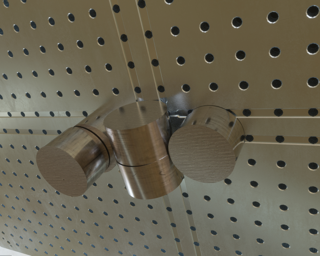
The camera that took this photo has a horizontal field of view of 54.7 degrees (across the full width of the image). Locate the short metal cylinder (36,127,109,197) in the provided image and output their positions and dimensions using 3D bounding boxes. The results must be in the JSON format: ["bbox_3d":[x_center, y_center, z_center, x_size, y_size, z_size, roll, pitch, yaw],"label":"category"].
[{"bbox_3d":[-0.117,0.045,0.418,0.080,0.050,0.079,13,124,21],"label":"short metal cylinder"}]

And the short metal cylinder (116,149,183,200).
[{"bbox_3d":[-0.013,0.049,0.413,0.080,0.080,0.050,-1,118,29],"label":"short metal cylinder"}]

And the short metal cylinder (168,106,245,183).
[{"bbox_3d":[0.057,0.019,0.376,0.080,0.050,0.079,13,124,20],"label":"short metal cylinder"}]

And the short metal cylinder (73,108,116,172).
[{"bbox_3d":[-0.085,0.018,0.451,0.080,0.050,0.079,13,124,20],"label":"short metal cylinder"}]

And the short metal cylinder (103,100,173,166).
[{"bbox_3d":[-0.025,0.004,0.392,0.080,0.080,0.050,1,120,28],"label":"short metal cylinder"}]
